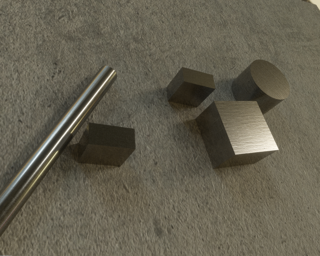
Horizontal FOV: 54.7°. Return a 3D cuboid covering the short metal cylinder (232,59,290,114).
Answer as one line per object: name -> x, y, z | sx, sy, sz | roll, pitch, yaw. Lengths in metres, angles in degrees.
short metal cylinder -> 0.170, -0.068, 0.524 | 0.081, 0.050, 0.080 | 14, 56, -21

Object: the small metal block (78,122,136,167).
small metal block -> -0.060, 0.020, 0.344 | 0.050, 0.050, 0.025 | 8, 58, -24

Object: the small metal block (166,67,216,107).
small metal block -> 0.044, -0.058, 0.448 | 0.050, 0.050, 0.025 | 10, 58, -24

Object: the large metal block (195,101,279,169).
large metal block -> 0.108, 0.008, 0.443 | 0.081, 0.050, 0.080 | -3, 63, -30

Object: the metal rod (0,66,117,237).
metal rod -> -0.122, 0.033, 0.318 | 0.025, 0.025, 0.301 | 33, 51, -7
